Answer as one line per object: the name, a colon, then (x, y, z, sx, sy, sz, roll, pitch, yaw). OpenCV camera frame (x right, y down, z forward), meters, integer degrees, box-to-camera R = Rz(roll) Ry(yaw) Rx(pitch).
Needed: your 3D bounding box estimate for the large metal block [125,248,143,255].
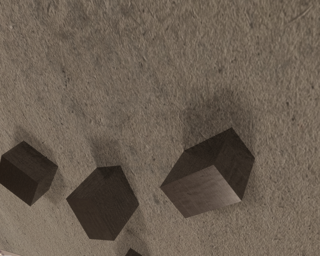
large metal block: (-0.066, 0.289, 0.583, 0.050, 0.080, 0.079, 31, 128, 7)

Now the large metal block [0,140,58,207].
large metal block: (-0.244, 0.084, 0.568, 0.080, 0.050, 0.079, 36, 129, 3)

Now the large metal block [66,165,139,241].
large metal block: (-0.087, 0.116, 0.487, 0.050, 0.080, 0.080, -9, 114, 32)

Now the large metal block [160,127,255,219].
large metal block: (0.059, 0.054, 0.373, 0.080, 0.080, 0.050, -31, 102, 37)
